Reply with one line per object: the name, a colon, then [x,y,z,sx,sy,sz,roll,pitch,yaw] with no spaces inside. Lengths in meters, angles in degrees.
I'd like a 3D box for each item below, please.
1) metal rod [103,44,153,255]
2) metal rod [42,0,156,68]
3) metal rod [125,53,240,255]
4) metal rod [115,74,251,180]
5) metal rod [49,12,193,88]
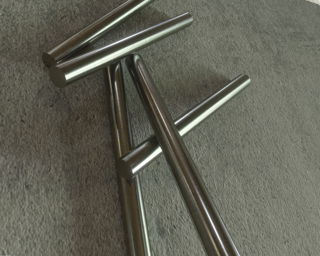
metal rod: [-0.043,0.022,0.367,0.025,0.025,0.299,3,61,-27]
metal rod: [-0.062,-0.172,0.474,0.025,0.025,0.301,40,51,-2]
metal rod: [0.009,0.009,0.337,0.025,0.025,0.300,2,42,-27]
metal rod: [0.053,-0.019,0.425,0.025,0.025,0.302,49,46,6]
metal rod: [-0.031,-0.122,0.435,0.025,0.025,0.302,45,43,3]
